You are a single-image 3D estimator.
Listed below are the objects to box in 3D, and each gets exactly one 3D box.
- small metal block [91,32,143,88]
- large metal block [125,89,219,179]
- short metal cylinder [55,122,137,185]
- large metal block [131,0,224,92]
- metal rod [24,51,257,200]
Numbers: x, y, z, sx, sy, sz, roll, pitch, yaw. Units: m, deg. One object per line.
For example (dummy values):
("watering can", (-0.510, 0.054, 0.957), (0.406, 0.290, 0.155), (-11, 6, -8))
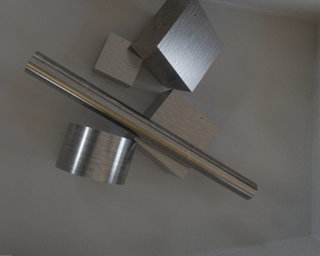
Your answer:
("small metal block", (-0.052, -0.085, 0.392), (0.050, 0.025, 0.050), (24, 82, -19))
("large metal block", (0.014, 0.008, 0.404), (0.080, 0.050, 0.080), (41, 77, -16))
("short metal cylinder", (-0.072, 0.029, 0.355), (0.081, 0.080, 0.050), (18, 84, -20))
("large metal block", (0.025, -0.104, 0.391), (0.080, 0.050, 0.080), (-56, 130, -14))
("metal rod", (-0.006, 0.007, 0.356), (0.301, 0.025, 0.025), (31, 80, -18))
